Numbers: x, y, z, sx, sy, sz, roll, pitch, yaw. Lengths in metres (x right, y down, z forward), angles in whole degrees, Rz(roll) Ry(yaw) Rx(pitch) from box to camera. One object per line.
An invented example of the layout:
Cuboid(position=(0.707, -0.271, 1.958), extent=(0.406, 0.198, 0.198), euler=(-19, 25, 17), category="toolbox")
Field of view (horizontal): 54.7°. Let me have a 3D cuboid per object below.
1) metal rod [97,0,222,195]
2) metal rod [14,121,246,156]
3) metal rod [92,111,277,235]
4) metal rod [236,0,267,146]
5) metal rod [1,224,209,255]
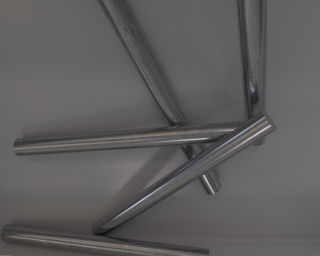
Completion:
Cuboid(position=(0.006, -0.036, 0.397), extent=(0.025, 0.025, 0.299), euler=(-27, 108, 9), category="metal rod")
Cuboid(position=(-0.042, 0.015, 0.397), extent=(0.301, 0.025, 0.025), euler=(-4, 110, 9), category="metal rod")
Cuboid(position=(0.013, 0.073, 0.401), extent=(0.299, 0.025, 0.025), euler=(-38, 107, 27), category="metal rod")
Cuboid(position=(0.092, -0.073, 0.305), extent=(0.025, 0.025, 0.299), euler=(-17, 141, 6), category="metal rod")
Cuboid(position=(-0.082, 0.168, 0.444), extent=(0.301, 0.025, 0.025), euler=(4, 110, 8), category="metal rod")
